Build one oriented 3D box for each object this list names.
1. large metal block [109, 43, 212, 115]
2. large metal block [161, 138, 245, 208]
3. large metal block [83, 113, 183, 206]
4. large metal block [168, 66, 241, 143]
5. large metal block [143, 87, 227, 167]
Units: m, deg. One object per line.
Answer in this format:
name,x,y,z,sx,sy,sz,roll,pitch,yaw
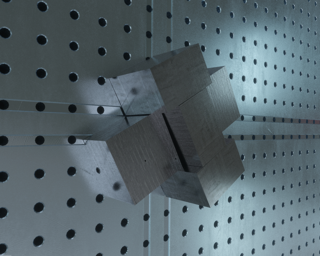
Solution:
large metal block,0.001,-0.057,0.372,0.080,0.080,0.050,-35,111,-34
large metal block,0.052,0.055,0.416,0.080,0.080,0.050,-36,112,-35
large metal block,-0.030,0.031,0.368,0.080,0.050,0.080,-33,110,-35
large metal block,0.062,-0.034,0.443,0.080,0.050,0.080,-36,114,-34
large metal block,0.027,-0.001,0.395,0.050,0.080,0.080,-36,112,-34
